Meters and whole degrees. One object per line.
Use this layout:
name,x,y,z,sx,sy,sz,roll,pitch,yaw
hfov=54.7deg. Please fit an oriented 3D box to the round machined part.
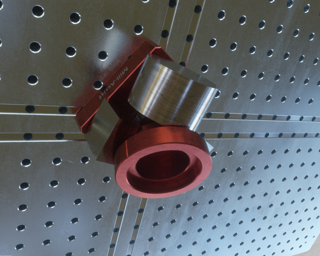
round machined part,0.001,0.030,0.324,0.099,0.042,0.097,-6,138,-5

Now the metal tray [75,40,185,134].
metal tray,-0.026,-0.029,0.378,0.130,0.030,0.090,-47,130,4

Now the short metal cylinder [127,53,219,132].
short metal cylinder,0.013,-0.037,0.322,0.081,0.080,0.050,14,111,-34

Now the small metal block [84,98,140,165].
small metal block,-0.052,0.003,0.329,0.025,0.050,0.050,21,107,-36

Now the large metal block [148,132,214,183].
large metal block,0.019,0.033,0.404,0.080,0.050,0.080,-47,160,4
